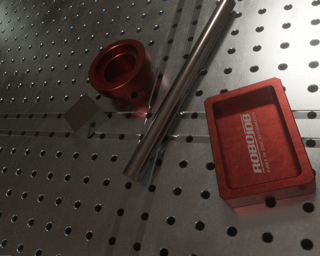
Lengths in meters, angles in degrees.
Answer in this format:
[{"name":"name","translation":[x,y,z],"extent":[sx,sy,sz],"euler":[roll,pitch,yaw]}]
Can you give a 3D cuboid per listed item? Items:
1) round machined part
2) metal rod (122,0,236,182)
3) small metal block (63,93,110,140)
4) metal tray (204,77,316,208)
[{"name":"round machined part","translation":[-0.057,-0.087,0.479],"extent":[0.098,0.042,0.098],"euler":[-13,56,20]},{"name":"metal rod","translation":[0.033,-0.064,0.428],"extent":[0.025,0.025,0.300],"euler":[18,71,34]},{"name":"small metal block","translation":[-0.114,-0.018,0.477],"extent":[0.050,0.025,0.050],"euler":[-44,51,-3]},{"name":"metal tray","translation":[0.104,0.014,0.341],"extent":[0.090,0.030,0.130],"euler":[-16,55,18]}]
